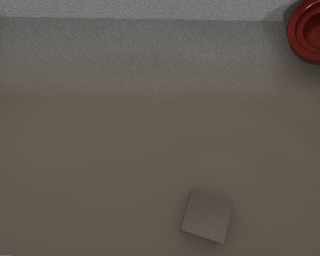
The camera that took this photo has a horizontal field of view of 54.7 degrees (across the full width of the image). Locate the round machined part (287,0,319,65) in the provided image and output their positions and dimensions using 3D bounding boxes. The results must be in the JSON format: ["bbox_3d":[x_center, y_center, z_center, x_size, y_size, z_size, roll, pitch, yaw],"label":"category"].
[{"bbox_3d":[0.235,-0.136,0.438,0.098,0.042,0.097,-3,83,28],"label":"round machined part"}]

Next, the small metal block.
[{"bbox_3d":[0.055,0.106,0.372,0.050,0.025,0.050,17,71,5],"label":"small metal block"}]
